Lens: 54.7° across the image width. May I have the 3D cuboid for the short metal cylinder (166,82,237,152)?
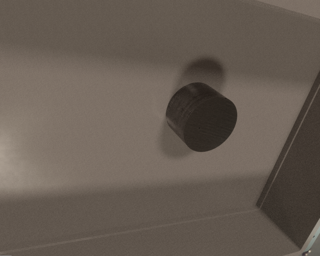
[{"bbox_3d":[0.055,-0.015,0.415,0.081,0.050,0.079,-14,125,-21],"label":"short metal cylinder"}]
